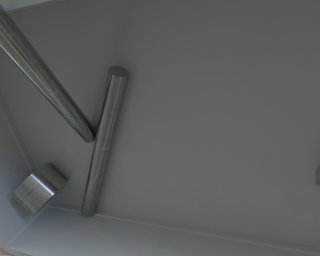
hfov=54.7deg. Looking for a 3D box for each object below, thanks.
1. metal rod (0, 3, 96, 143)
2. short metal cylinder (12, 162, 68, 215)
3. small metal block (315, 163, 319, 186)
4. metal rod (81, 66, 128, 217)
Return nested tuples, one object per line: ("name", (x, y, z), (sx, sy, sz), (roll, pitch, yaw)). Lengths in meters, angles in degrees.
("metal rod", (-0.132, -0.058, 0.343), (0.025, 0.025, 0.299), (16, 157, 18))
("short metal cylinder", (-0.211, 0.107, 0.548), (0.050, 0.080, 0.080), (44, 129, -3))
("small metal block", (0.201, 0.044, 0.330), (0.050, 0.025, 0.050), (19, 126, 17))
("metal rod", (-0.092, 0.041, 0.480), (0.025, 0.025, 0.298), (28, 128, 10))
